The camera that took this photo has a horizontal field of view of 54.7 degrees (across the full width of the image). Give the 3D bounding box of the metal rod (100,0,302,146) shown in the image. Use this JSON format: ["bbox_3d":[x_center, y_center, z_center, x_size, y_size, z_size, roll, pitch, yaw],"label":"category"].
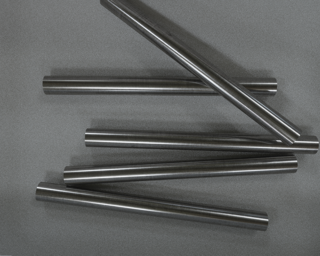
[{"bbox_3d":[0.045,-0.081,0.390,0.300,0.025,0.025,39,90,8],"label":"metal rod"}]

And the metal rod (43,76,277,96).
[{"bbox_3d":[0.000,-0.056,0.411,0.302,0.025,0.025,0,90,0],"label":"metal rod"}]

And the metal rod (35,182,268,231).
[{"bbox_3d":[-0.010,0.104,0.411,0.302,0.025,0.025,8,90,0],"label":"metal rod"}]

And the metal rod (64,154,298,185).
[{"bbox_3d":[0.027,0.055,0.411,0.302,0.025,0.025,-3,90,0],"label":"metal rod"}]

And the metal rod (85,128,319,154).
[{"bbox_3d":[0.054,0.018,0.411,0.302,0.025,0.025,2,90,0],"label":"metal rod"}]
